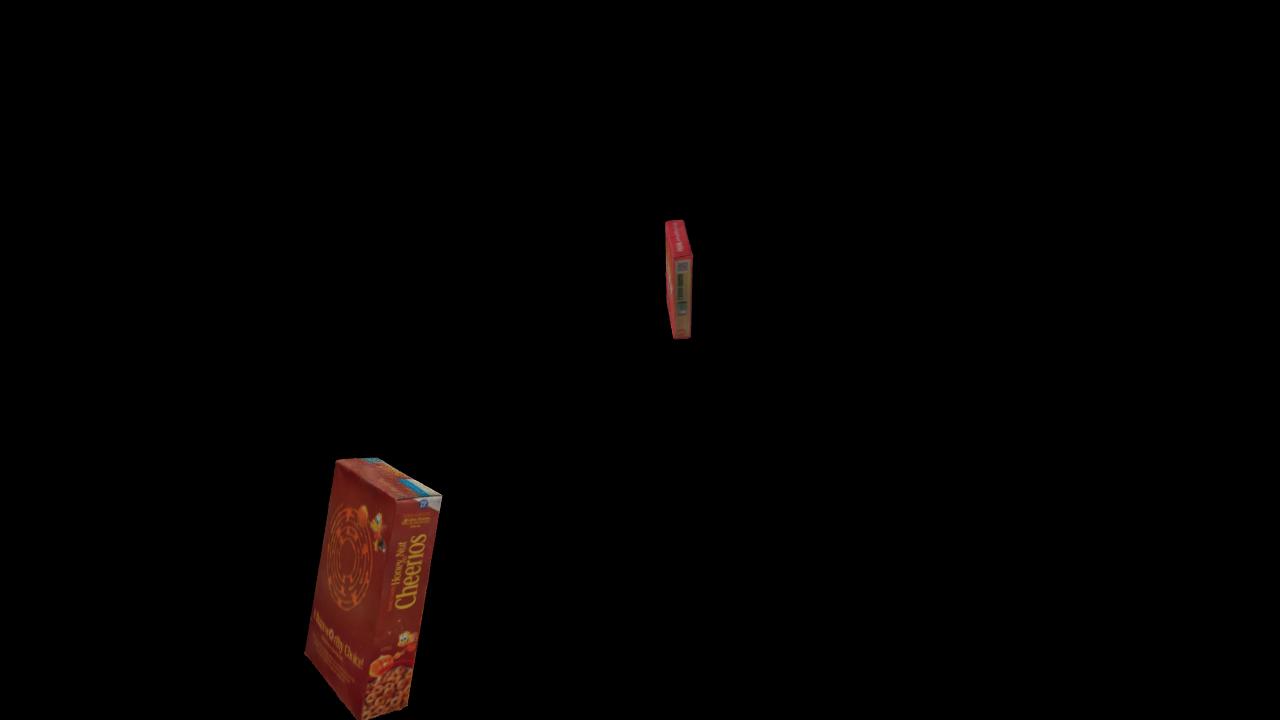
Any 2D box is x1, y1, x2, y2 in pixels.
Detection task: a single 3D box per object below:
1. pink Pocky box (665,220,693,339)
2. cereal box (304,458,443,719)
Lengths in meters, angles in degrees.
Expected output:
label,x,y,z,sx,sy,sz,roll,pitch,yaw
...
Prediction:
label,x,y,z,sx,sy,sz,roll,pitch,yaw
pink Pocky box,0.055,-0.112,0.876,0.029,0.084,0.155,-6,-42,-2
cereal box,-0.387,0.312,0.884,0.203,0.306,0.081,10,1,42
